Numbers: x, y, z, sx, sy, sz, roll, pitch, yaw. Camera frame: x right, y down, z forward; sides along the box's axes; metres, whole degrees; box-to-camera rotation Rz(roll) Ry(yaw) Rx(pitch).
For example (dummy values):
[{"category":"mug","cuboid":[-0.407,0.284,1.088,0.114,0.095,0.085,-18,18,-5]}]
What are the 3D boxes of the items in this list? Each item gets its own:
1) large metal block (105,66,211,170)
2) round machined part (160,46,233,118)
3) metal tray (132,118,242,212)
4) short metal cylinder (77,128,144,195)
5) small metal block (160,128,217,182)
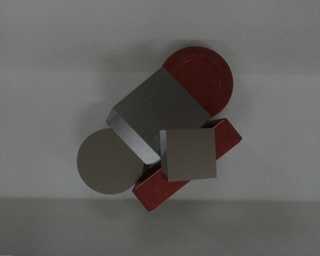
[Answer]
[{"category":"large metal block","cuboid":[-0.003,-0.010,0.362,0.080,0.050,0.080,46,65,0]},{"category":"round machined part","cuboid":[0.046,-0.058,0.402,0.099,0.042,0.097,0,90,-1]},{"category":"metal tray","cuboid":[0.030,0.040,0.377,0.130,0.090,0.030,-38,90,-1]},{"category":"short metal cylinder","cuboid":[-0.060,0.040,0.396,0.081,0.050,0.079,0,90,-1]},{"category":"small metal block","cuboid":[0.028,0.026,0.315,0.050,0.025,0.050,-2,89,-14]}]
